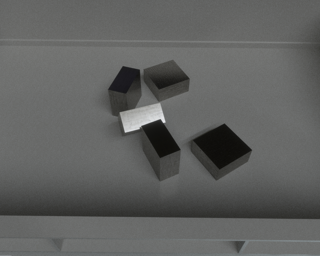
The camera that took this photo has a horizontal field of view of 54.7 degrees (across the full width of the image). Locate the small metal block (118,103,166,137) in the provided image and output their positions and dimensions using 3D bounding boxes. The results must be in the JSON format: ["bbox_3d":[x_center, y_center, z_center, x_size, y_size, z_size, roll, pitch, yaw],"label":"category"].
[{"bbox_3d":[-0.025,-0.010,0.393,0.050,0.050,0.025,-14,86,-12],"label":"small metal block"}]

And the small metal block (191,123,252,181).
[{"bbox_3d":[0.075,0.029,0.381,0.050,0.025,0.050,-26,55,-21],"label":"small metal block"}]

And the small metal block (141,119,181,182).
[{"bbox_3d":[0.000,0.027,0.366,0.025,0.050,0.050,-21,53,-16],"label":"small metal block"}]

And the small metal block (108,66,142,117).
[{"bbox_3d":[-0.047,-0.049,0.429,0.025,0.050,0.050,14,52,11],"label":"small metal block"}]

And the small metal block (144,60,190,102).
[{"bbox_3d":[0.009,-0.072,0.465,0.050,0.025,0.050,-22,53,-17],"label":"small metal block"}]
